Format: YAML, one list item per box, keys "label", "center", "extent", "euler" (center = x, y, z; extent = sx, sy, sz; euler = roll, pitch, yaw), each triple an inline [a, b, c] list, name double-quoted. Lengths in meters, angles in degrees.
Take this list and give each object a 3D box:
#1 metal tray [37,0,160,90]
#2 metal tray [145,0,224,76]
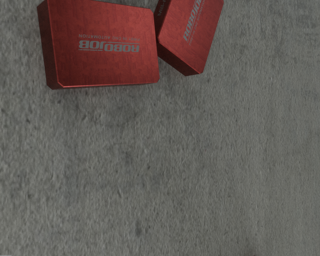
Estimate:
- label: "metal tray"
  center: [-0.063, -0.092, 0.350]
  extent: [0.131, 0.030, 0.089]
  euler: [-10, 97, -40]
- label: "metal tray"
  center: [0.037, -0.150, 0.435]
  extent: [0.090, 0.030, 0.130]
  euler: [29, 72, -37]
